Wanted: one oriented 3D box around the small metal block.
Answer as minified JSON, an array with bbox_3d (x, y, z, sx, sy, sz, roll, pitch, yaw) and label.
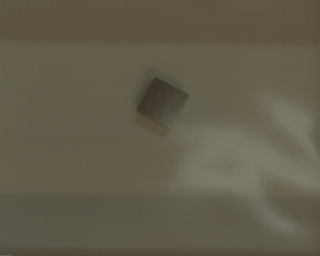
[{"bbox_3d":[0.005,-0.032,0.411,0.050,0.025,0.050,28,90,0],"label":"small metal block"}]
